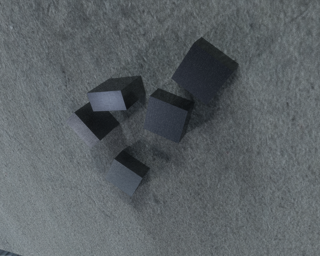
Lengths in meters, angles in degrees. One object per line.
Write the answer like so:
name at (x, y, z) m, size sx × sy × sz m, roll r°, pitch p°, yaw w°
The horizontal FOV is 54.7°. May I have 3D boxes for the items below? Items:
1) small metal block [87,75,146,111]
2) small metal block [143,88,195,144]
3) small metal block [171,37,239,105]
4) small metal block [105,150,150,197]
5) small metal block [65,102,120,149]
small metal block at (-0.054, -0.044, 0.390) m, size 0.050 × 0.050 × 0.025 m, roll 0°, pitch 118°, yaw 28°
small metal block at (0.011, -0.015, 0.390) m, size 0.050 × 0.025 × 0.050 m, roll 23°, pitch 127°, yaw 13°
small metal block at (0.049, -0.063, 0.342) m, size 0.050 × 0.025 × 0.050 m, roll 37°, pitch 129°, yaw 2°
small metal block at (-0.050, 0.070, 0.475) m, size 0.050 × 0.025 × 0.050 m, roll 33°, pitch 129°, yaw 6°
small metal block at (-0.093, -0.008, 0.433) m, size 0.050 × 0.050 × 0.025 m, roll 49°, pitch 128°, yaw -7°
